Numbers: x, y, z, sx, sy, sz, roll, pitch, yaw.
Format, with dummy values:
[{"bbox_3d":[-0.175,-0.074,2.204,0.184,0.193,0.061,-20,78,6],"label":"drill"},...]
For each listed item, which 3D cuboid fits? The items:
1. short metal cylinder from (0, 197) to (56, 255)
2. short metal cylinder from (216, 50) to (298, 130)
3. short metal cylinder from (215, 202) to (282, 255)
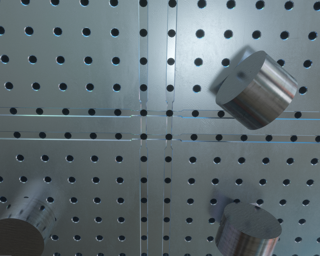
[{"bbox_3d":[-0.201,0.150,0.453,0.081,0.050,0.079,0,110,0],"label":"short metal cylinder"},{"bbox_3d":[0.113,-0.044,0.369,0.050,0.080,0.080,37,106,-13],"label":"short metal cylinder"},{"bbox_3d":[0.124,0.150,0.440,0.081,0.080,0.050,10,110,-4],"label":"short metal cylinder"}]
